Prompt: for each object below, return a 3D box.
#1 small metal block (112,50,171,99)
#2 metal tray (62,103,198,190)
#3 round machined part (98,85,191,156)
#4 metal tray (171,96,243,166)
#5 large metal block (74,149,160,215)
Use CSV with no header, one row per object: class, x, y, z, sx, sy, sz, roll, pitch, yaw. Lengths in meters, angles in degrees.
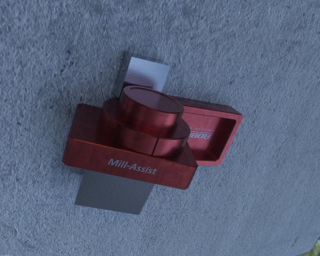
small metal block,-0.022,-0.058,0.362,0.050,0.025,0.050,7,115,-32
metal tray,-0.032,0.018,0.339,0.131,0.090,0.030,14,113,-15
round machined part,-0.013,-0.013,0.333,0.099,0.098,0.042,6,115,-32
metal tray,0.045,0.007,0.436,0.131,0.030,0.089,6,115,-32
large metal block,-0.052,0.055,0.375,0.081,0.050,0.079,14,125,-15
